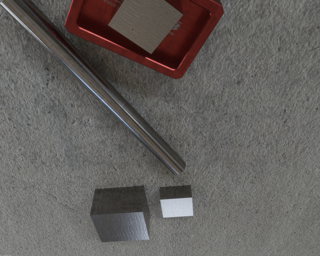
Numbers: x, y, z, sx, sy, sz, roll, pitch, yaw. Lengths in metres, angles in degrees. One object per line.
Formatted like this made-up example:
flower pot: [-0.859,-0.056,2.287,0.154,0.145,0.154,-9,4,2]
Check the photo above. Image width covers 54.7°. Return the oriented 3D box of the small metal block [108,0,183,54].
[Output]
small metal block: [-0.014,-0.109,0.298,0.050,0.025,0.050,30,124,-23]

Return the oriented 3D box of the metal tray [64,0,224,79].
metal tray: [-0.016,-0.113,0.307,0.131,0.030,0.089,21,127,-18]

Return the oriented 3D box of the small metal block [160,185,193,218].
small metal block: [0.028,0.122,0.511,0.050,0.025,0.050,-5,130,3]

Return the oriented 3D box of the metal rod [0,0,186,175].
metal rod: [-0.059,-0.034,0.377,0.025,0.025,0.300,-28,125,22]

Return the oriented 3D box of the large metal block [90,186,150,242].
large metal block: [-0.062,0.143,0.512,0.080,0.050,0.080,-5,130,3]
